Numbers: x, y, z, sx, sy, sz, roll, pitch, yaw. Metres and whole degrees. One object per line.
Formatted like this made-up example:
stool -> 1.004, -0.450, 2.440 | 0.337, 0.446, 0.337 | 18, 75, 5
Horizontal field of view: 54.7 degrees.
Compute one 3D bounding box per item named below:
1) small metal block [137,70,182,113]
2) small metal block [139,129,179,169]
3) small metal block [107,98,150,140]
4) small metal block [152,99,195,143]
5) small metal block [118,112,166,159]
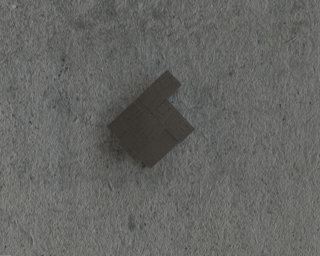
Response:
small metal block -> -0.001, -0.044, 0.398 | 0.050, 0.050, 0.025 | -43, 91, 0
small metal block -> -0.011, 0.018, 0.411 | 0.050, 0.025, 0.050 | -43, 91, 0
small metal block -> -0.037, -0.010, 0.398 | 0.050, 0.050, 0.025 | -43, 91, 0
small metal block -> 0.016, -0.008, 0.399 | 0.025, 0.050, 0.050 | -43, 91, 0
small metal block -> -0.020, 0.008, 0.373 | 0.050, 0.050, 0.025 | -43, 91, 0
